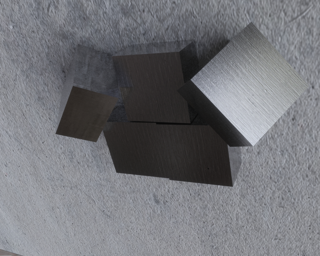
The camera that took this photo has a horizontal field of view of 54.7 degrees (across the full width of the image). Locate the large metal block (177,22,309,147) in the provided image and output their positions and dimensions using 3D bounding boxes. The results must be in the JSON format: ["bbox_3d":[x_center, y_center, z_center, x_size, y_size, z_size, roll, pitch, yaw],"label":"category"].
[{"bbox_3d":[0.077,-0.038,0.300,0.080,0.080,0.050,46,169,-4],"label":"large metal block"}]

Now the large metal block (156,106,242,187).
[{"bbox_3d":[0.050,0.020,0.375,0.080,0.050,0.079,1,119,27],"label":"large metal block"}]

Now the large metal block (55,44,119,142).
[{"bbox_3d":[-0.090,-0.042,0.384,0.050,0.080,0.079,14,133,-23],"label":"large metal block"}]

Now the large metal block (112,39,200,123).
[{"bbox_3d":[0.001,-0.054,0.358,0.080,0.050,0.079,3,120,26],"label":"large metal block"}]

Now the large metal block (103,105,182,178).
[{"bbox_3d":[-0.022,0.016,0.411,0.080,0.050,0.079,1,119,27],"label":"large metal block"}]
